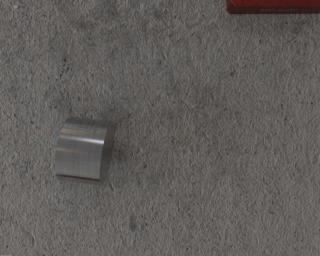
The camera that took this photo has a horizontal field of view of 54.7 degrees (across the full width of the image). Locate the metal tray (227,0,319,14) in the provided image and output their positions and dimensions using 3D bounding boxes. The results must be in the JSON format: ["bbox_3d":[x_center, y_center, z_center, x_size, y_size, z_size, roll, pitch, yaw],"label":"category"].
[{"bbox_3d":[0.156,-0.200,0.409,0.131,0.030,0.089,0,90,0],"label":"metal tray"}]

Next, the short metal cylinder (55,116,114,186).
[{"bbox_3d":[-0.090,0.028,0.382,0.050,0.080,0.080,8,90,0],"label":"short metal cylinder"}]
